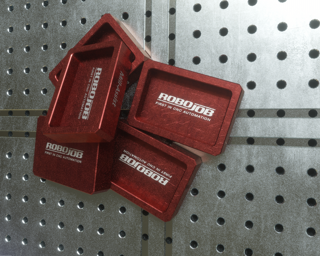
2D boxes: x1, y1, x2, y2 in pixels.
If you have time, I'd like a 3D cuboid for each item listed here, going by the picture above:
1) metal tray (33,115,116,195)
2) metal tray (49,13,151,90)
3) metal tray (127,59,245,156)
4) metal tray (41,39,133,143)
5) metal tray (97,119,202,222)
[{"bbox_3d":[-0.124,0.033,0.436,0.130,0.030,0.090,8,94,34],"label":"metal tray"},{"bbox_3d":[-0.086,-0.083,0.440,0.130,0.030,0.090,-41,76,15],"label":"metal tray"},{"bbox_3d":[0.031,-0.028,0.398,0.130,0.030,0.090,19,97,18],"label":"metal tray"},{"bbox_3d":[-0.091,-0.047,0.397,0.090,0.030,0.130,-2,65,27],"label":"metal tray"},{"bbox_3d":[-0.022,0.053,0.417,0.130,0.030,0.090,27,99,18],"label":"metal tray"}]
